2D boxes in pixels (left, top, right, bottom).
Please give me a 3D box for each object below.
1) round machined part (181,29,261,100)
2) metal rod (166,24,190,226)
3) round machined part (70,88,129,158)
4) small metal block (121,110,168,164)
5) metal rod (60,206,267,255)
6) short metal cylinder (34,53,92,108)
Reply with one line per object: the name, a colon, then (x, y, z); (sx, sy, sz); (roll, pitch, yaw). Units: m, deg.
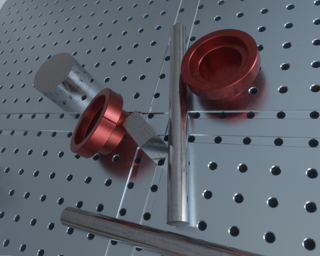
round machined part: (0.080, -0.077, 0.403); (0.098, 0.042, 0.098); (-13, 56, 21)
metal rod: (0.024, -0.026, 0.411); (0.025, 0.025, 0.299); (-12, 57, 22)
round machined part: (-0.078, -0.002, 0.423); (0.098, 0.042, 0.098); (-40, 32, 32)
small metal block: (-0.017, 0.012, 0.393); (0.025, 0.050, 0.050); (-40, 51, -1)
metal rod: (0.011, 0.123, 0.326); (0.300, 0.025, 0.025); (4, 64, 30)
short metal cylinder: (-0.165, -0.081, 0.529); (0.080, 0.050, 0.080); (-13, 56, 21)
